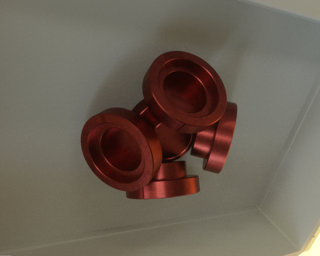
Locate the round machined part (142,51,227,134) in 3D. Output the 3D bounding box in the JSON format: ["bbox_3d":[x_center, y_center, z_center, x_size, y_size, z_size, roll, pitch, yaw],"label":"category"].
[{"bbox_3d":[0.025,-0.038,0.363,0.099,0.098,0.042,-4,158,-27],"label":"round machined part"}]

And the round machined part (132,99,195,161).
[{"bbox_3d":[0.007,0.006,0.404,0.099,0.042,0.097,-14,125,-21],"label":"round machined part"}]

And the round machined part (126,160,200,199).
[{"bbox_3d":[0.002,0.067,0.416,0.099,0.098,0.042,-2,83,-28],"label":"round machined part"}]

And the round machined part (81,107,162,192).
[{"bbox_3d":[-0.041,0.022,0.364,0.042,0.098,0.097,-39,144,-54],"label":"round machined part"}]

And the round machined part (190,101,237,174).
[{"bbox_3d":[0.069,0.009,0.418,0.042,0.098,0.097,14,116,5],"label":"round machined part"}]
